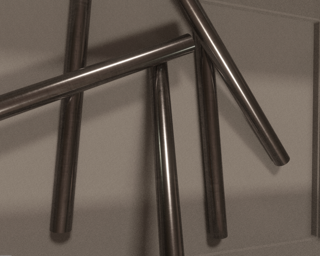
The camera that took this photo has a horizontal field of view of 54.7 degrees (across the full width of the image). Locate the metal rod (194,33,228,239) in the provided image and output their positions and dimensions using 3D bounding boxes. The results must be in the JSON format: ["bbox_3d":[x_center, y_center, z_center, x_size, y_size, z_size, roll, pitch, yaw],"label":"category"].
[{"bbox_3d":[0.072,0.006,0.438,0.025,0.025,0.298,-5,92,-20],"label":"metal rod"}]

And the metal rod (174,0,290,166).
[{"bbox_3d":[0.106,-0.061,0.431,0.025,0.025,0.300,-43,111,-15],"label":"metal rod"}]

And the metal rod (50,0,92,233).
[{"bbox_3d":[-0.106,-0.028,0.371,0.025,0.025,0.298,5,88,-20],"label":"metal rod"}]

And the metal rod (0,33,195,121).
[{"bbox_3d":[-0.093,-0.052,0.348,0.302,0.025,0.025,-23,98,-19],"label":"metal rod"}]

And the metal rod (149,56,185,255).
[{"bbox_3d":[0.006,0.043,0.351,0.025,0.025,0.299,6,64,-20],"label":"metal rod"}]
